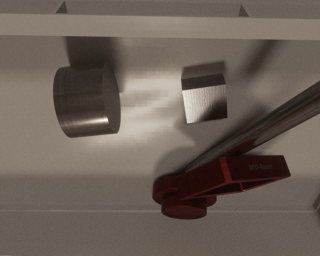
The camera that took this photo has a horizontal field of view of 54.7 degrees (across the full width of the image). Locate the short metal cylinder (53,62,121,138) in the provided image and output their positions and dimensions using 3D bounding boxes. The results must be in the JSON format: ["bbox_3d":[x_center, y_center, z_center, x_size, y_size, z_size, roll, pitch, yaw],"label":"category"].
[{"bbox_3d":[-0.078,-0.031,0.346,0.050,0.080,0.080,-6,130,4],"label":"short metal cylinder"}]

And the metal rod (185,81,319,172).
[{"bbox_3d":[0.107,0.008,0.345,0.025,0.025,0.299,19,150,-16],"label":"metal rod"}]

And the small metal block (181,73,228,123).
[{"bbox_3d":[0.055,-0.036,0.380,0.050,0.025,0.050,-8,130,6],"label":"small metal block"}]

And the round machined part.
[{"bbox_3d":[0.037,0.111,0.474,0.099,0.042,0.098,3,148,2],"label":"round machined part"}]

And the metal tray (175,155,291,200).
[{"bbox_3d":[0.098,0.065,0.411,0.131,0.030,0.090,3,155,-38],"label":"metal tray"}]
